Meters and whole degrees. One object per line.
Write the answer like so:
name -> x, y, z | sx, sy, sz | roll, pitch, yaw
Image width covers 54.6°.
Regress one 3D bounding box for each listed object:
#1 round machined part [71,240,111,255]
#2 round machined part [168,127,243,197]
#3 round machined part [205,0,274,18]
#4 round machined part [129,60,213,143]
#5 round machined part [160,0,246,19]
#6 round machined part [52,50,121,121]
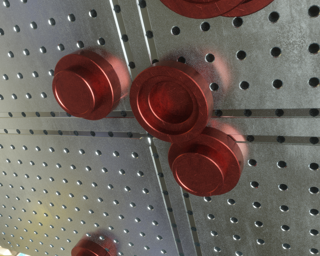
round machined part -> -0.149, 0.290, 0.659 | 0.098, 0.042, 0.097 | 13, 124, 21
round machined part -> 0.055, 0.050, 0.403 | 0.098, 0.042, 0.097 | 13, 124, 21
round machined part -> 0.070, -0.151, 0.270 | 0.098, 0.042, 0.097 | 13, 124, 21
round machined part -> 0.016, -0.034, 0.371 | 0.098, 0.042, 0.097 | 13, 124, 21
round machined part -> 0.037, -0.139, 0.240 | 0.098, 0.042, 0.097 | 13, 124, 21
round machined part -> -0.106, -0.053, 0.424 | 0.098, 0.042, 0.097 | 13, 124, 21
